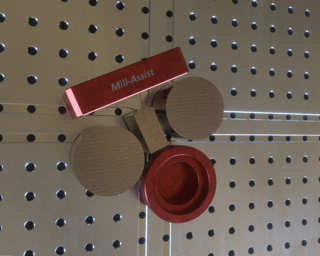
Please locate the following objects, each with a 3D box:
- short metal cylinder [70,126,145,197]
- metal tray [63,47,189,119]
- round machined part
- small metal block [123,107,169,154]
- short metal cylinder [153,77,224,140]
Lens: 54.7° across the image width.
[{"bbox_3d":[-0.064,0.037,0.372,0.081,0.050,0.079,0,90,-20],"label":"short metal cylinder"},{"bbox_3d":[-0.043,-0.050,0.358,0.131,0.090,0.030,-25,99,-18],"label":"metal tray"},{"bbox_3d":[0.021,0.071,0.407,0.099,0.042,0.097,0,90,-20],"label":"round machined part"},{"bbox_3d":[-0.018,0.002,0.388,0.025,0.050,0.050,-27,99,-18],"label":"small metal block"},{"bbox_3d":[0.036,-0.024,0.409,0.081,0.050,0.079,0,90,-20],"label":"short metal cylinder"}]
